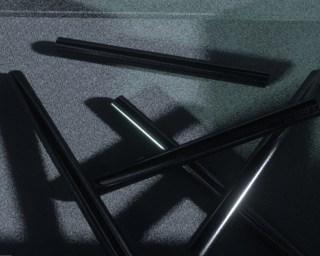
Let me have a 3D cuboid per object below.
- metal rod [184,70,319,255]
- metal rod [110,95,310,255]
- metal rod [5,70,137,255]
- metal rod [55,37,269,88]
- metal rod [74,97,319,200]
[{"bbox_3d":[0.130,0.030,0.380,0.025,0.025,0.301,38,67,12],"label":"metal rod"},{"bbox_3d":[0.052,0.061,0.387,0.300,0.025,0.025,41,75,13],"label":"metal rod"},{"bbox_3d":[-0.118,0.034,0.373,0.025,0.025,0.300,-34,65,-12],"label":"metal rod"},{"bbox_3d":[0.001,-0.094,0.443,0.302,0.025,0.025,10,70,3],"label":"metal rod"},{"bbox_3d":[0.037,0.028,0.369,0.301,0.025,0.025,-21,71,4],"label":"metal rod"}]
